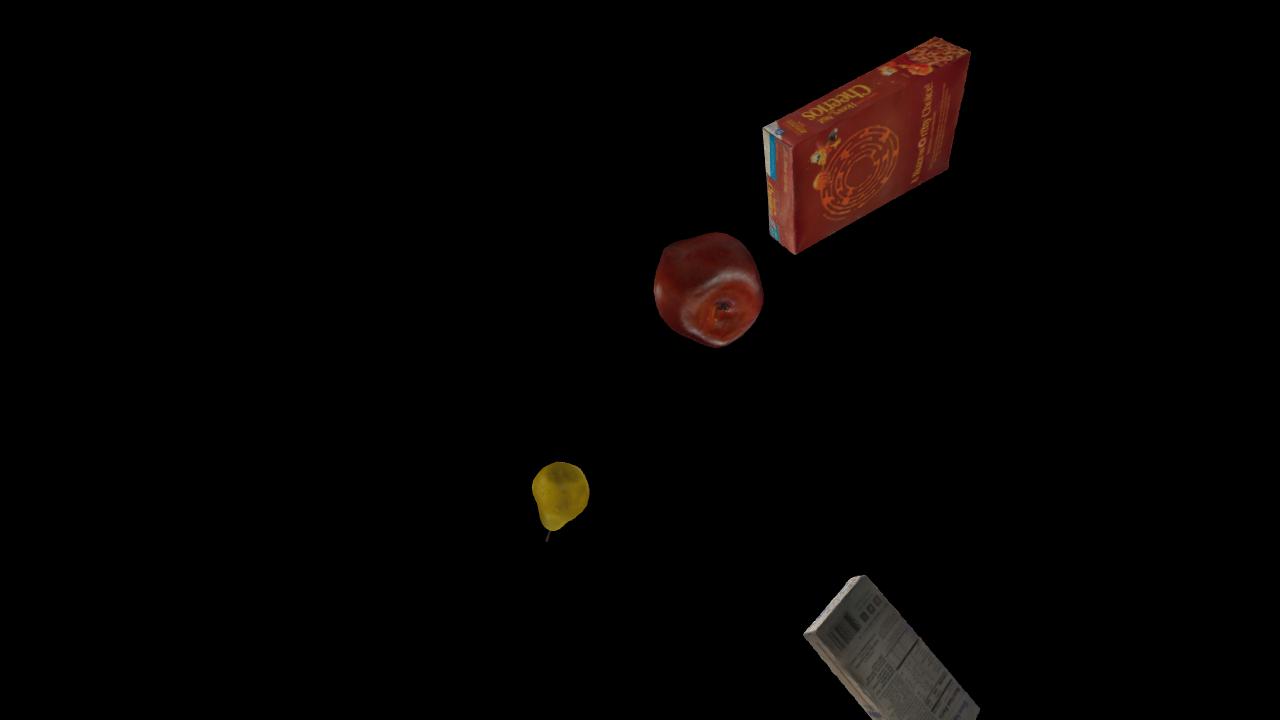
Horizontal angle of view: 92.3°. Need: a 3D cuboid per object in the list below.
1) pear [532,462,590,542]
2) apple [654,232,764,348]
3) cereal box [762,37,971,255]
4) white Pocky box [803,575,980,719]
[{"bbox_3d":[-0.110,0.191,0.822,0.080,0.111,0.080,16,33,-10],"label":"pear"},{"bbox_3d":[0.048,-0.054,0.446,0.079,0.079,0.093,0,28,-16],"label":"apple"},{"bbox_3d":[0.332,-0.315,0.924,0.306,0.081,0.203,-29,-39,-6],"label":"cereal box"},{"bbox_3d":[0.232,0.287,0.567,0.084,0.154,0.028,-34,-13,-29],"label":"white Pocky box"}]
